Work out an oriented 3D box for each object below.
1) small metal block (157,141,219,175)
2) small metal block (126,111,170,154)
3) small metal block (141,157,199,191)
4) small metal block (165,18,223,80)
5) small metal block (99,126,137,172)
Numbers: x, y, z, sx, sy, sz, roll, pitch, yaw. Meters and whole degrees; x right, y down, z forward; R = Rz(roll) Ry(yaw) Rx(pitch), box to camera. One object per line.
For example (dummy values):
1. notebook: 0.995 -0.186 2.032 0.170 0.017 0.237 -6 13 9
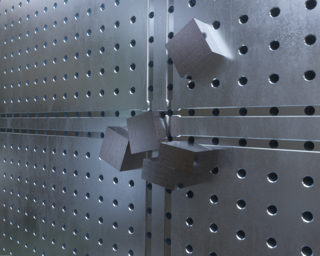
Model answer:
1. small metal block: 0.033 0.033 0.366 0.050 0.050 0.025 13 98 39
2. small metal block: -0.016 0.007 0.424 0.050 0.025 0.050 -15 81 39
3. small metal block: 0.013 0.054 0.383 0.050 0.050 0.025 13 99 39
4. small metal block: 0.040 -0.095 0.377 0.050 0.025 0.050 -37 68 34
5. small metal block: -0.060 0.030 0.461 0.050 0.025 0.050 28 108 36
